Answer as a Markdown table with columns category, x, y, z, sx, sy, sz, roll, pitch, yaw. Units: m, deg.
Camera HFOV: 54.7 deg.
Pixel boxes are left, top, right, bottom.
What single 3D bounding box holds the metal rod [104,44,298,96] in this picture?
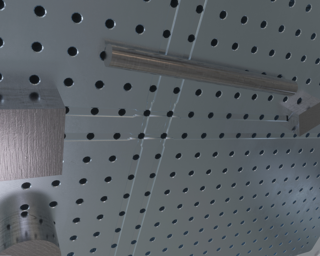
| category | x | y | z | sx | sy | sz | roll | pitch | yaw |
| --- | --- | --- | --- | --- | --- | --- | --- | --- | --- |
| metal rod | 0.075 | -0.070 | 0.408 | 0.302 | 0.025 | 0.025 | 3 | 117 | -30 |

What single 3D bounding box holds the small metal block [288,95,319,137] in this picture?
| category | x | y | z | sx | sy | sz | roll | pitch | yaw |
| --- | --- | --- | --- | --- | --- | --- | --- | --- | --- |
| small metal block | 0.251 | -0.021 | 0.536 | 0.050 | 0.025 | 0.050 | -30 | 129 | -10 |

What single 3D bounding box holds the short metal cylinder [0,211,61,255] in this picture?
| category | x | y | z | sx | sy | sz | roll | pitch | yaw |
| --- | --- | --- | --- | --- | --- | --- | --- | --- | --- |
| short metal cylinder | -0.172 | 0.154 | 0.397 | 0.081 | 0.050 | 0.079 | -14 | 124 | -21 |

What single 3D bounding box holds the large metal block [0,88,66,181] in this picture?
| category | x | y | z | sx | sy | sz | roll | pitch | yaw |
| --- | --- | --- | --- | --- | --- | --- | --- | --- | --- |
| large metal block | -0.145 | 0.006 | 0.319 | 0.081 | 0.050 | 0.079 | -3 | 120 | -27 |
